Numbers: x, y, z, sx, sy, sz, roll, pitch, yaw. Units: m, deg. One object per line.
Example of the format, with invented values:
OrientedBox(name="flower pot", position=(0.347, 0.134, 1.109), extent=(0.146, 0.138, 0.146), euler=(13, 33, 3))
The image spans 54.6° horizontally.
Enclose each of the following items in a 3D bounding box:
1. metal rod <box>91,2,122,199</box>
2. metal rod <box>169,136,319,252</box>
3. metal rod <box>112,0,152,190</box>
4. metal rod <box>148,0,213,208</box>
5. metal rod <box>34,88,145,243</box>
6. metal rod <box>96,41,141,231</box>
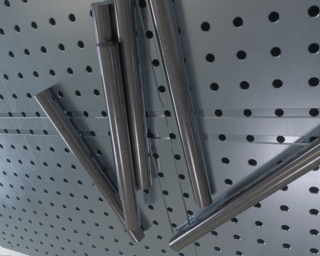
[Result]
OrientedBox(name="metal rod", position=(-0.061, -0.016, 0.434), extent=(0.025, 0.025, 0.298), euler=(11, 123, 22))
OrientedBox(name="metal rod", position=(0.102, 0.106, 0.423), extent=(0.025, 0.025, 0.298), euler=(41, 129, 0))
OrientedBox(name="metal rod", position=(-0.034, -0.042, 0.403), extent=(0.025, 0.025, 0.298), euler=(10, 123, 23))
OrientedBox(name="metal rod", position=(0.029, -0.025, 0.380), extent=(0.025, 0.025, 0.299), euler=(0, 119, 28))
OrientedBox(name="metal rod", position=(-0.109, 0.070, 0.512), extent=(0.025, 0.025, 0.299), euler=(-19, 109, 35))
OrientedBox(name="metal rod", position=(-0.053, 0.031, 0.432), extent=(0.025, 0.025, 0.298), euler=(11, 124, 22))
